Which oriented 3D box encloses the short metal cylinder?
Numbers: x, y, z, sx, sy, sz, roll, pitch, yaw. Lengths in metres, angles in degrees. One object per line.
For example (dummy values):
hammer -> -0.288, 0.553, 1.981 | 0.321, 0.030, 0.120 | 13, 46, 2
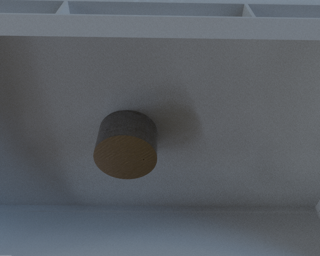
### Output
short metal cylinder -> -0.044, 0.023, 0.411 | 0.080, 0.050, 0.080 | 0, 130, 0
